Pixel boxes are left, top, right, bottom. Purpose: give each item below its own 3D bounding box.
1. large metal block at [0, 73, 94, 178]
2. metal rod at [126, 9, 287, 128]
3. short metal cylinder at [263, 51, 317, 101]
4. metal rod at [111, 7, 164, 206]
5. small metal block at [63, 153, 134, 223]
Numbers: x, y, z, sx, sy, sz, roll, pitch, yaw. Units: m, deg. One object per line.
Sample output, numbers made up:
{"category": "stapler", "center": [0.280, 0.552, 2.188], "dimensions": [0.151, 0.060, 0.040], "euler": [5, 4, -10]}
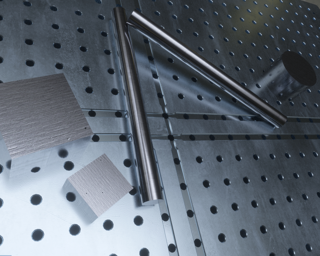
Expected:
{"category": "large metal block", "center": [-0.129, -0.005, 0.326], "dimensions": [0.081, 0.050, 0.080], "euler": [-19, 72, -35]}
{"category": "metal rod", "center": [0.082, -0.088, 0.490], "dimensions": [0.301, 0.025, 0.025], "euler": [32, 52, -14]}
{"category": "short metal cylinder", "center": [0.243, -0.097, 0.583], "dimensions": [0.081, 0.050, 0.080], "euler": [14, 56, -21]}
{"category": "metal rod", "center": [-0.036, -0.047, 0.417], "dimensions": [0.025, 0.025, 0.299], "euler": [2, 61, -27]}
{"category": "small metal block", "center": [-0.066, 0.064, 0.333], "dimensions": [0.050, 0.025, 0.050], "euler": [49, 51, 6]}
